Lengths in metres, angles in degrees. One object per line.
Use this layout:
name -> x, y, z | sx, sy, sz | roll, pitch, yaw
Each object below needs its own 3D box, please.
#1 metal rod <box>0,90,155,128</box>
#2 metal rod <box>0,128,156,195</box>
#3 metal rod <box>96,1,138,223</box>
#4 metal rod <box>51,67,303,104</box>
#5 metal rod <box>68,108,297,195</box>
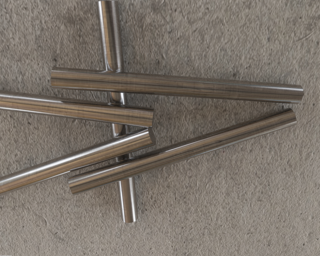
metal rod -> -0.158, -0.030, 0.383 | 0.302, 0.025, 0.025 | 7, 110, 3
metal rod -> -0.149, 0.057, 0.415 | 0.301, 0.025, 0.025 | -19, 109, 12
metal rod -> -0.053, -0.006, 0.408 | 0.025, 0.025, 0.298 | -3, 110, 1
metal rod -> 0.027, -0.050, 0.375 | 0.302, 0.025, 0.025 | 3, 110, -8
metal rod -> 0.030, 0.030, 0.406 | 0.302, 0.025, 0.025 | -18, 110, -1
